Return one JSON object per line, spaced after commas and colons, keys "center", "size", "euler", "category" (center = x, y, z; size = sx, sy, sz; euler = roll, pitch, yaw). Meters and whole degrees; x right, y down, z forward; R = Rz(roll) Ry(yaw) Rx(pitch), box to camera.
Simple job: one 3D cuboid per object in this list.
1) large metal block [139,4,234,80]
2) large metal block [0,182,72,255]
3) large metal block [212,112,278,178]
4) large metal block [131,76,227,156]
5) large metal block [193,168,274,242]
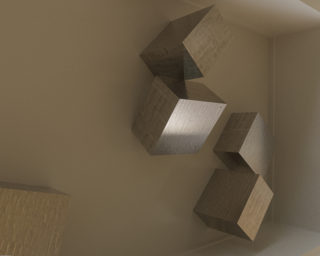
{"center": [0.034, -0.106, 0.401], "size": [0.050, 0.080, 0.080], "euler": [52, 59, -27], "category": "large metal block"}
{"center": [-0.136, 0.092, 0.278], "size": [0.080, 0.050, 0.080], "euler": [18, 78, -39], "category": "large metal block"}
{"center": [0.144, 0.030, 0.514], "size": [0.080, 0.050, 0.080], "euler": [47, 62, -30], "category": "large metal block"}
{"center": [0.023, -0.013, 0.387], "size": [0.081, 0.050, 0.079], "euler": [2, 126, -40], "category": "large metal block"}
{"center": [0.110, 0.112, 0.466], "size": [0.050, 0.080, 0.080], "euler": [50, 60, -29], "category": "large metal block"}
